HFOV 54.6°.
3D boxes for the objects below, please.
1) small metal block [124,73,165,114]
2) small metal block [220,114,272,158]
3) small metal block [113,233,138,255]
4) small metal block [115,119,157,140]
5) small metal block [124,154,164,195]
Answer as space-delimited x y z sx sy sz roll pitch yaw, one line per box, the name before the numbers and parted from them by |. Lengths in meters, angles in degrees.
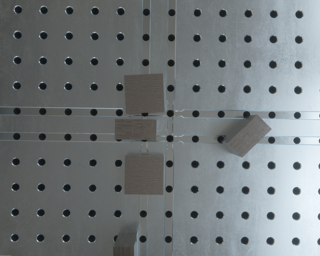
small metal block | -0.020 -0.045 0.413 0.050 0.025 0.050 -3 90 0
small metal block | 0.109 0.010 0.402 0.050 0.050 0.025 -44 90 0
small metal block | -0.044 0.169 0.401 0.025 0.050 0.050 -1 90 0
small metal block | -0.029 0.002 0.401 0.050 0.050 0.025 1 90 0
small metal block | -0.020 0.061 0.413 0.050 0.025 0.050 1 90 0
